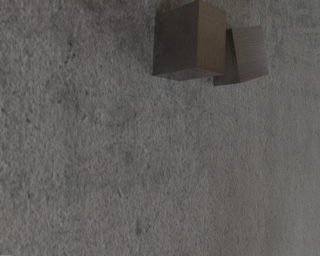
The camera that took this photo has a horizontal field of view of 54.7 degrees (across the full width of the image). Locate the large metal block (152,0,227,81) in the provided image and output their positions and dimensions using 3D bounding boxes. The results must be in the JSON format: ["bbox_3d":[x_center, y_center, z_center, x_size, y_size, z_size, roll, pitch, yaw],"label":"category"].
[{"bbox_3d":[0.037,-0.108,0.402,0.050,0.080,0.080,4,88,-40],"label":"large metal block"}]

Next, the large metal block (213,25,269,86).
[{"bbox_3d":[0.125,-0.116,0.496,0.081,0.050,0.079,-20,103,-39],"label":"large metal block"}]
